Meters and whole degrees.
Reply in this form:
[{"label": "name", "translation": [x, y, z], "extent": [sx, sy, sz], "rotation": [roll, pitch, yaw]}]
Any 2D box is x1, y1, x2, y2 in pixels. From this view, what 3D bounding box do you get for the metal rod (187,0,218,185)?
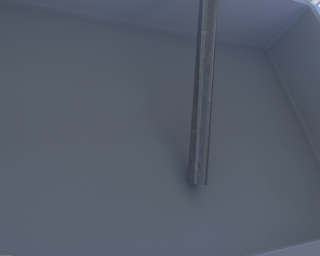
[{"label": "metal rod", "translation": [0.059, -0.077, 0.408], "extent": [0.025, 0.025, 0.299], "rotation": [8, 82, -24]}]
